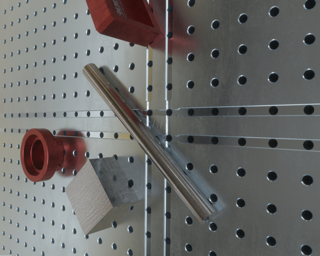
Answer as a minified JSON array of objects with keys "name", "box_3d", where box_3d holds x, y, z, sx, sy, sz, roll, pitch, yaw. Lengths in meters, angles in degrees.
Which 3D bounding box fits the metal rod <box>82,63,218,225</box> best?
[{"name":"metal rod","box_3d":[-0.028,0.005,0.432,0.300,0.025,0.025,49,119,28]}]

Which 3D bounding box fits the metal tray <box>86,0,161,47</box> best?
[{"name":"metal tray","box_3d":[-0.058,-0.178,0.415,0.030,0.091,0.130,-33,70,35]}]

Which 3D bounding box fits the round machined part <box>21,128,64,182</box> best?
[{"name":"round machined part","box_3d":[-0.216,0.049,0.577,0.098,0.042,0.097,0,90,40]}]

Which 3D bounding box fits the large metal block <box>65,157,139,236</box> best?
[{"name":"large metal block","box_3d":[-0.090,0.101,0.467,0.080,0.050,0.080,-48,62,29]}]
